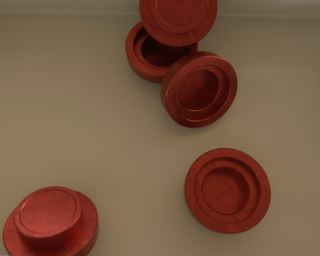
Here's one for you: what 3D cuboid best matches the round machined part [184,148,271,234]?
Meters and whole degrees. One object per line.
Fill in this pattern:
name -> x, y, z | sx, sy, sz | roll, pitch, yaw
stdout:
round machined part -> 0.078, 0.076, 0.374 | 0.099, 0.042, 0.098 | 0, 70, -1

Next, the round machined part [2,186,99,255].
round machined part -> -0.118, 0.102, 0.337 | 0.099, 0.042, 0.098 | 3, 37, -2

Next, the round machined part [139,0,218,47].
round machined part -> 0.024, -0.152, 0.388 | 0.099, 0.042, 0.097 | 0, 102, -2

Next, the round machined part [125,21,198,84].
round machined part -> 0.002, -0.106, 0.439 | 0.099, 0.042, 0.098 | 0, 70, 0

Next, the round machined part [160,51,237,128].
round machined part -> 0.046, -0.052, 0.401 | 0.099, 0.097, 0.042 | -23, 36, -8
